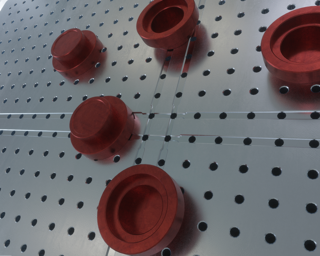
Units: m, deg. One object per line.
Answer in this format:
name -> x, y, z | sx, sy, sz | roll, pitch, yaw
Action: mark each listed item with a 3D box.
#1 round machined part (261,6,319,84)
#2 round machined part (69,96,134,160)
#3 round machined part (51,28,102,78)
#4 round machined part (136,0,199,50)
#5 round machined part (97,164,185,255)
round machined part -> 0.173, -0.092, 0.363 | 0.098, 0.042, 0.098 | -13, 56, 21
round machined part -> -0.091, -0.007, 0.450 | 0.098, 0.042, 0.098 | -13, 56, 21
round machined part -> -0.160, -0.144, 0.572 | 0.098, 0.042, 0.098 | -13, 56, 21
round machined part -> 0.016, -0.164, 0.491 | 0.098, 0.042, 0.098 | -13, 56, 21
round machined part -> -0.018, 0.094, 0.350 | 0.098, 0.042, 0.098 | -13, 56, 21
